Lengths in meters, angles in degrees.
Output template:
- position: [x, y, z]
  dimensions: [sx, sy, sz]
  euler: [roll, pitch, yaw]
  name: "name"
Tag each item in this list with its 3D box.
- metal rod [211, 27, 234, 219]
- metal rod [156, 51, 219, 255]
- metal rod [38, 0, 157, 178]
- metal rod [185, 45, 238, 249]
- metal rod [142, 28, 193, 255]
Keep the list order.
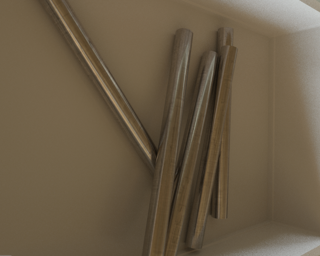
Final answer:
- position: [0.100, -0.009, 0.492]
  dimensions: [0.025, 0.025, 0.298]
  euler: [4, 88, -40]
  name: "metal rod"
- position: [0.042, 0.023, 0.419]
  dimensions: [0.025, 0.025, 0.299]
  euler: [32, 63, -36]
  name: "metal rod"
- position: [-0.053, -0.034, 0.363]
  dimensions: [0.025, 0.025, 0.299]
  euler: [-45, 117, -31]
  name: "metal rod"
- position: [0.077, 0.025, 0.460]
  dimensions: [0.025, 0.025, 0.298]
  euler: [14, 85, -40]
  name: "metal rod"
- position: [0.013, 0.007, 0.391]
  dimensions: [0.025, 0.025, 0.299]
  euler: [24, 67, -38]
  name: "metal rod"
